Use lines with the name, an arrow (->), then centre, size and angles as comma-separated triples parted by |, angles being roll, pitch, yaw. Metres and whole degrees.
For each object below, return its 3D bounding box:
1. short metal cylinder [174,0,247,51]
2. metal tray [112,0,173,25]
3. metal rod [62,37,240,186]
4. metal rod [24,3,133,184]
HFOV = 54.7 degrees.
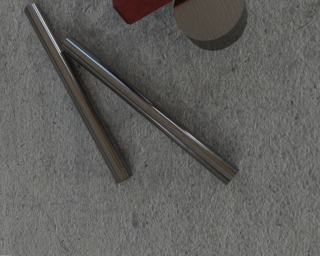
short metal cylinder -> 0.062, -0.139, 0.374 | 0.080, 0.050, 0.080 | 0, 90, 20
metal tray -> -0.017, -0.198, 0.382 | 0.090, 0.030, 0.130 | -24, 55, 18
metal rod -> -0.023, -0.031, 0.416 | 0.300, 0.025, 0.025 | 40, 103, 15
metal rod -> -0.123, -0.056, 0.452 | 0.025, 0.025, 0.299 | -34, 79, 17
